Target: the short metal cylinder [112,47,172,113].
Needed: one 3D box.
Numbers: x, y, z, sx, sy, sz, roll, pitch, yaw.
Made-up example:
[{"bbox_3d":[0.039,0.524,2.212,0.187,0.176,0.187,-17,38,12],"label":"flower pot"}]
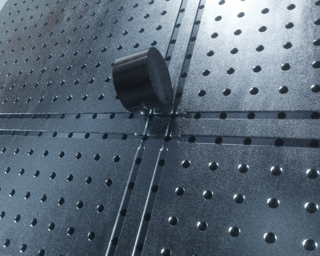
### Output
[{"bbox_3d":[-0.022,-0.065,0.425,0.050,0.080,0.080,-12,57,22],"label":"short metal cylinder"}]
